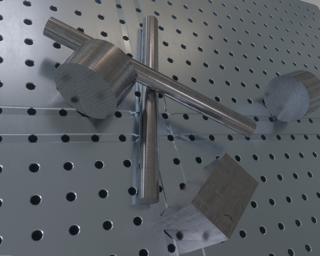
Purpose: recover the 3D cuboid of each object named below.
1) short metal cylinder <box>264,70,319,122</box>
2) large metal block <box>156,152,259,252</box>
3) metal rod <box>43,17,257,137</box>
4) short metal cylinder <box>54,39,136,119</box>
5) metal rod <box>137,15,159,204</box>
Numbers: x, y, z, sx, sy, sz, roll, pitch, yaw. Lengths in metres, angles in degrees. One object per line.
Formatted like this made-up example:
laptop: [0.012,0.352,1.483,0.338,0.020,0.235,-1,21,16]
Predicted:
short metal cylinder: [0.228,-0.055,0.530,0.050,0.080,0.080,-20,73,-36]
large metal block: [0.053,0.085,0.350,0.050,0.080,0.080,44,51,1]
metal rod: [-0.004,-0.061,0.410,0.301,0.025,0.025,25,53,-12]
short metal cylinder: [-0.075,-0.057,0.367,0.080,0.080,0.050,34,51,-6]
metal rod: [-0.014,-0.046,0.428,0.025,0.025,0.299,13,56,-21]
